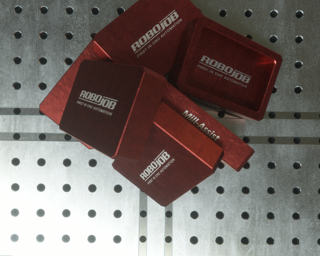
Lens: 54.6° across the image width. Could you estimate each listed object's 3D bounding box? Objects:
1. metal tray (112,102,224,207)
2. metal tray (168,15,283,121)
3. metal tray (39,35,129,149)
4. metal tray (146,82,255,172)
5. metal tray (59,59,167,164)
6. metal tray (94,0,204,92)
[{"bbox_3d":[0.003,0.038,0.365,0.090,0.129,0.030,38,51,0],"label":"metal tray"},{"bbox_3d":[0.083,-0.070,0.387,0.131,0.030,0.090,18,90,-23],"label":"metal tray"},{"bbox_3d":[-0.081,-0.048,0.410,0.090,0.030,0.130,39,90,-1],"label":"metal tray"},{"bbox_3d":[0.044,-0.003,0.380,0.130,0.090,0.030,38,90,0],"label":"metal tray"},{"bbox_3d":[-0.058,-0.024,0.337,0.030,0.130,0.090,19,90,-42],"label":"metal tray"},{"bbox_3d":[-0.007,-0.114,0.392,0.130,0.030,0.090,-44,93,-14],"label":"metal tray"}]
